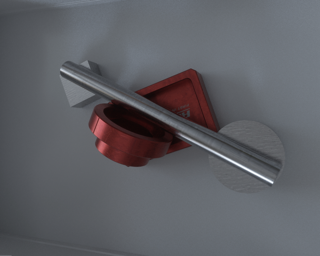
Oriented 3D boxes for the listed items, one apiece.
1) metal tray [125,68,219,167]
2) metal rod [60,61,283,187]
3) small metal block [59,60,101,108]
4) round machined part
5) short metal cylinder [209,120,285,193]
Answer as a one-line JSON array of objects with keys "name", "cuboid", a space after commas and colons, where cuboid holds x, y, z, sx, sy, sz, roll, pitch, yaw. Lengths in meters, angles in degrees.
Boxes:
[{"name": "metal tray", "cuboid": [0.003, -0.011, 0.404, 0.130, 0.030, 0.090, -20, 84, 18]}, {"name": "metal rod", "cuboid": [-0.006, -0.016, 0.367, 0.300, 0.025, 0.025, 28, 99, 24]}, {"name": "small metal block", "cuboid": [-0.110, -0.062, 0.446, 0.050, 0.025, 0.050, -23, 83, 18]}, {"name": "round machined part", "cuboid": [-0.038, 0.011, 0.369, 0.098, 0.098, 0.042, 29, 107, 17]}, {"name": "short metal cylinder", "cuboid": [0.101, 0.031, 0.360, 0.080, 0.050, 0.079, 0, 90, 19]}]
